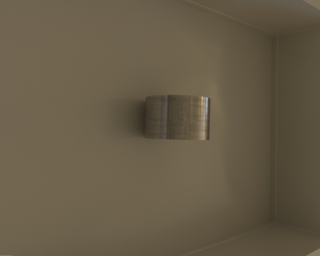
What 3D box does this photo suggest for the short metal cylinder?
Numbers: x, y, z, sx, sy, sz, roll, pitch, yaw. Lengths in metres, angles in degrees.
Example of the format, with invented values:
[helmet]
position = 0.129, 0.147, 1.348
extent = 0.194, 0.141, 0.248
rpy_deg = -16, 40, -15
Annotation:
[short metal cylinder]
position = 0.021, -0.011, 0.384
extent = 0.081, 0.080, 0.050
rpy_deg = 2, 89, -40
